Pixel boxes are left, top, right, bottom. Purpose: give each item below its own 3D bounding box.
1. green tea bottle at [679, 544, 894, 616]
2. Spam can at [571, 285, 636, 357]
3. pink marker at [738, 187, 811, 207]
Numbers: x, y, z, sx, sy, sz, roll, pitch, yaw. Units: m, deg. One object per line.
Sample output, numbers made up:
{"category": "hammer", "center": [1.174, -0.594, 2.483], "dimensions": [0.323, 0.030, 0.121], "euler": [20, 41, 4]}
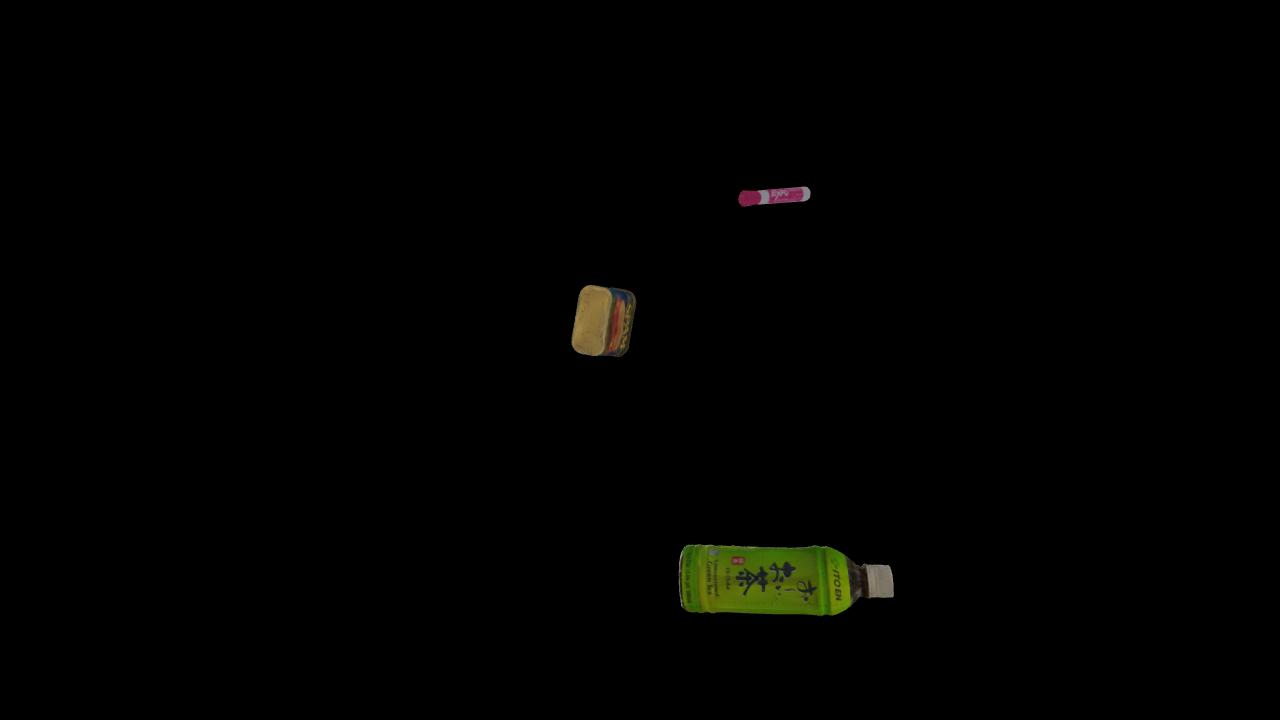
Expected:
{"category": "green tea bottle", "center": [0.149, 0.228, 0.639], "dimensions": [0.212, 0.073, 0.073], "euler": [-3, -1, 13]}
{"category": "Spam can", "center": [-0.052, -0.056, 0.883], "dimensions": [0.058, 0.101, 0.085], "euler": [11, 5, 21]}
{"category": "pink marker", "center": [0.168, -0.204, 0.767], "dimensions": [0.121, 0.020, 0.020], "euler": [-15, 8, -35]}
